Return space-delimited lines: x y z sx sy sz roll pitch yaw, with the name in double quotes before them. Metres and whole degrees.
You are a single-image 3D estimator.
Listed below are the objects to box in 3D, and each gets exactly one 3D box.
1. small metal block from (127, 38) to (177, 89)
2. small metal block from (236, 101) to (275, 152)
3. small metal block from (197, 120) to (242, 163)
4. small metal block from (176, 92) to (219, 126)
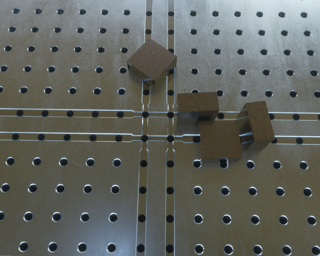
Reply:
"small metal block" -0.011 -0.093 0.446 0.050 0.025 0.050 37 74 12
"small metal block" 0.122 -0.001 0.400 0.025 0.050 0.050 -7 70 -2
"small metal block" 0.076 0.018 0.406 0.050 0.025 0.050 -1 70 -1
"small metal block" 0.047 -0.024 0.408 0.050 0.050 0.025 -3 70 -1
